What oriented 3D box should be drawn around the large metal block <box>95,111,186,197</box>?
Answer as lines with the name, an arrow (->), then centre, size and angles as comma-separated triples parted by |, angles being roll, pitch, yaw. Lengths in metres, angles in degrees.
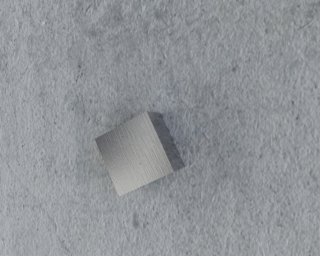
large metal block -> -0.025, 0.033, 0.405 | 0.080, 0.050, 0.080 | -27, 81, 18
